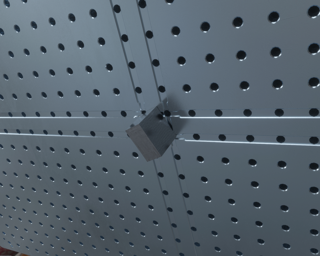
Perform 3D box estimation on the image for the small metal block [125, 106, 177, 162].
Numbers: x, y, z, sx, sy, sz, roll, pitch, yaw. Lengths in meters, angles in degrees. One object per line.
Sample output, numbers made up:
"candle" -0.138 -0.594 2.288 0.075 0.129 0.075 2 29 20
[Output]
"small metal block" -0.010 0.007 0.405 0.025 0.050 0.050 -25 105 37
